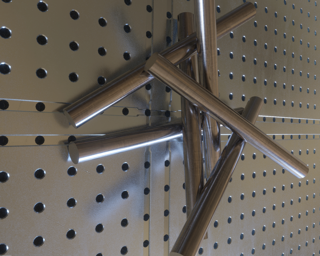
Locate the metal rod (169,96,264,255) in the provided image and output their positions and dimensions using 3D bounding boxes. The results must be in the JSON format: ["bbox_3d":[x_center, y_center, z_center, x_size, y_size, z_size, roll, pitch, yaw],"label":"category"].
[{"bbox_3d":[0.090,0.046,0.414,0.301,0.025,0.025,-52,121,-42],"label":"metal rod"}]

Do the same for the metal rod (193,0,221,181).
[{"bbox_3d":[0.065,-0.050,0.409,0.025,0.025,0.298,-29,123,-36],"label":"metal rod"}]

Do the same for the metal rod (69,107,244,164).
[{"bbox_3d":[0.022,0.002,0.426,0.302,0.025,0.025,-12,98,-39],"label":"metal rod"}]

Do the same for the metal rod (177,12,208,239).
[{"bbox_3d":[0.041,-0.011,0.410,0.025,0.025,0.299,7,76,-40],"label":"metal rod"}]

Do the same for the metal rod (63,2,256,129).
[{"bbox_3d":[0.017,-0.090,0.389,0.302,0.025,0.025,-36,113,-24],"label":"metal rod"}]

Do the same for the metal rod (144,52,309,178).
[{"bbox_3d":[0.105,-0.004,0.413,0.301,0.025,0.025,32,70,-27],"label":"metal rod"}]
